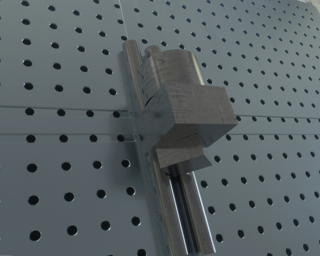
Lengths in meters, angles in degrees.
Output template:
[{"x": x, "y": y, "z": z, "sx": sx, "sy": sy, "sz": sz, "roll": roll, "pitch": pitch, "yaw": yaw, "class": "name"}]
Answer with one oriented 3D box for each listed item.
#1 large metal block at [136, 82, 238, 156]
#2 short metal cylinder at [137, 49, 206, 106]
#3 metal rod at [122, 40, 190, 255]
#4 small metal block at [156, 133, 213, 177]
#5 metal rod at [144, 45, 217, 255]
[{"x": 0.028, "y": -0.008, "z": 0.363, "sx": 0.081, "sy": 0.080, "sz": 0.050, "roll": 0, "pitch": 62, "yaw": -29, "class": "large metal block"}, {"x": 0.016, "y": -0.052, "z": 0.387, "sx": 0.081, "sy": 0.080, "sz": 0.050, "roll": 1, "pitch": 62, "yaw": -28, "class": "short metal cylinder"}, {"x": -0.012, "y": 0.008, "z": 0.399, "sx": 0.025, "sy": 0.025, "sz": 0.299, "roll": 1, "pitch": 61, "yaw": -28, "class": "metal rod"}, {"x": 0.029, "y": 0.033, "z": 0.360, "sx": 0.050, "sy": 0.050, "sz": 0.025, "roll": 46, "pitch": 27, "yaw": -62, "class": "small metal block"}, {"x": 0.020, "y": 0.012, "z": 0.415, "sx": 0.025, "sy": 0.025, "sz": 0.299, "roll": 1, "pitch": 61, "yaw": -28, "class": "metal rod"}]
